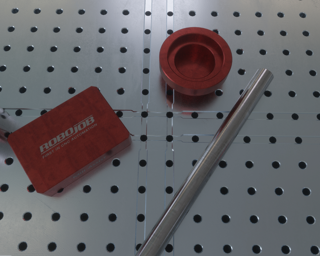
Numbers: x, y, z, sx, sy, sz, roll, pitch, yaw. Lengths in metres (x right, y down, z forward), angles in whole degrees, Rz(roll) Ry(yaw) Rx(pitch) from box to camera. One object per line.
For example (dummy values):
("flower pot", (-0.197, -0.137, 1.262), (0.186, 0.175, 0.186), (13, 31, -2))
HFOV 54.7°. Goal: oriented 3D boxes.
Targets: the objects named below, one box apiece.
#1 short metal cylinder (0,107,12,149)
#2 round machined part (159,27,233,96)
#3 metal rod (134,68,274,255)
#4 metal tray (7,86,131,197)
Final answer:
("short metal cylinder", (-0.243, -0.005, 0.398), (0.081, 0.050, 0.080), (0, 70, 0))
("round machined part", (0.048, -0.089, 0.436), (0.099, 0.042, 0.098), (0, 70, 0))
("metal rod", (0.065, 0.040, 0.397), (0.025, 0.025, 0.300), (33, 73, 11))
("metal tray", (-0.115, 0.015, 0.403), (0.131, 0.030, 0.090), (-34, 74, -12))
